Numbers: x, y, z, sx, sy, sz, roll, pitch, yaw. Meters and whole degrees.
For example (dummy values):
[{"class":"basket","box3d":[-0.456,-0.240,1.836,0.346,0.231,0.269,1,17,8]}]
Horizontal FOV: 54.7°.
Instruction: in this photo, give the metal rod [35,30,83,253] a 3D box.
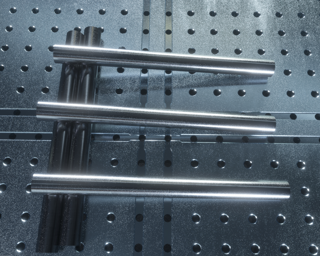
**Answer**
[{"class":"metal rod","box3d":[-0.128,0.003,0.408,0.025,0.025,0.299,1,70,0]}]

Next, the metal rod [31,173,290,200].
[{"class":"metal rod","box3d":[0.006,0.071,0.371,0.302,0.025,0.025,3,70,-6]}]

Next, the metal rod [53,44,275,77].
[{"class":"metal rod","box3d":[0.010,-0.093,0.430,0.302,0.025,0.025,3,70,-6]}]

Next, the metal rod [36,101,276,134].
[{"class":"metal rod","box3d":[0.000,-0.013,0.400,0.302,0.025,0.025,3,70,-6]}]

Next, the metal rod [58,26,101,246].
[{"class":"metal rod","box3d":[-0.103,-0.004,0.411,0.025,0.025,0.299,1,70,0]}]
